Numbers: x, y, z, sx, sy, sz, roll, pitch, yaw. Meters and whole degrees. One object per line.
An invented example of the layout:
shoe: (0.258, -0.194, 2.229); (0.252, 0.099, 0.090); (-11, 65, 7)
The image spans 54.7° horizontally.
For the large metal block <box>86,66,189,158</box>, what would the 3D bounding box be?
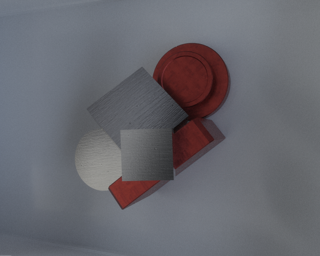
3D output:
large metal block: (-0.025, -0.010, 0.365); (0.080, 0.050, 0.080); (-39, 76, -10)

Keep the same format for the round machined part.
round machined part: (0.036, -0.058, 0.386); (0.098, 0.042, 0.097); (0, 90, 19)

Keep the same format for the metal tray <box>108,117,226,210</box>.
metal tray: (0.012, 0.040, 0.369); (0.130, 0.090, 0.030); (-39, 77, 15)

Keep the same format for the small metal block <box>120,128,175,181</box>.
small metal block: (-0.011, 0.026, 0.311); (0.050, 0.025, 0.050); (-2, 89, 6)

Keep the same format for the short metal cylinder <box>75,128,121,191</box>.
short metal cylinder: (-0.066, 0.040, 0.417); (0.080, 0.050, 0.079); (0, 90, 19)
